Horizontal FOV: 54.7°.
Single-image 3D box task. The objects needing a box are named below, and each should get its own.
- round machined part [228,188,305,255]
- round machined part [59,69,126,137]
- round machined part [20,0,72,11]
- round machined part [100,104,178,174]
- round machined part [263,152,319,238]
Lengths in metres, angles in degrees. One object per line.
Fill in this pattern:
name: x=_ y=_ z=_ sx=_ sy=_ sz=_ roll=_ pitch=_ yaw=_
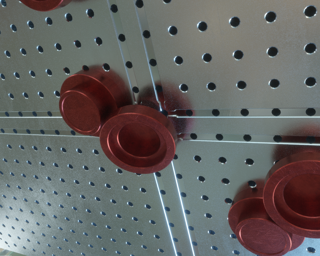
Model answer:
round machined part: x=0.138 y=0.130 z=0.407 sx=0.098 sy=0.042 sz=0.097 roll=13 pitch=124 yaw=20
round machined part: x=-0.101 y=-0.029 z=0.433 sx=0.098 sy=0.042 sz=0.097 roll=13 pitch=124 yaw=20
round machined part: x=-0.130 y=-0.187 z=0.351 sx=0.098 sy=0.042 sz=0.097 roll=13 pitch=124 yaw=20
round machined part: x=-0.026 y=0.011 z=0.409 sx=0.099 sy=0.042 sz=0.097 roll=5 pitch=125 yaw=8
round machined part: x=0.169 y=0.071 z=0.348 sx=0.098 sy=0.042 sz=0.097 roll=8 pitch=114 yaw=19
